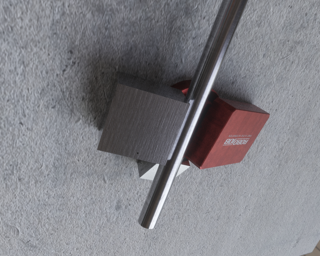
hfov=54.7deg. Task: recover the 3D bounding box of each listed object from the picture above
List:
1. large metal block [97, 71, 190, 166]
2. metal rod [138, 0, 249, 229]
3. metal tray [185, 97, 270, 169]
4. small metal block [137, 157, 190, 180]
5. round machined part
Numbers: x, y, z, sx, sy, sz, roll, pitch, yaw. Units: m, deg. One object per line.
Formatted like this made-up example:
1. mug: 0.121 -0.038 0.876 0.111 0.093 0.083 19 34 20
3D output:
1. large metal block: -0.022 -0.011 0.359 0.081 0.050 0.079 15 112 -15
2. metal rod: 0.031 -0.005 0.368 0.025 0.025 0.298 8 112 -32
3. metal tray: 0.098 0.008 0.435 0.131 0.030 0.089 2 121 -52
4. small metal block: 0.005 0.050 0.429 0.050 0.025 0.050 17 135 -35
5. round machined part: 0.042 -0.011 0.413 0.099 0.042 0.097 -14 124 -21
